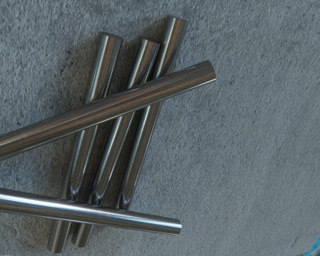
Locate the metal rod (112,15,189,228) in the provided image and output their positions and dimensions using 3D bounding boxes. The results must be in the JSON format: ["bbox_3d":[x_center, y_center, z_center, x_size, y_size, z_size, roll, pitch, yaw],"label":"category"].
[{"bbox_3d":[-0.023,0.009,0.401,0.025,0.025,0.298,4,117,-31],"label":"metal rod"}]

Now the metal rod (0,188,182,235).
[{"bbox_3d":[-0.087,0.110,0.394,0.302,0.025,0.025,22,106,-37],"label":"metal rod"}]

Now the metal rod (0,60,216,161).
[{"bbox_3d":[-0.085,-0.009,0.326,0.302,0.025,0.025,-21,127,-5],"label":"metal rod"}]

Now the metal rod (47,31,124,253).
[{"bbox_3d":[-0.097,0.034,0.375,0.025,0.025,0.298,6,116,-32],"label":"metal rod"}]

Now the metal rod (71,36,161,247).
[{"bbox_3d":[-0.063,0.032,0.393,0.025,0.025,0.298,8,114,-32],"label":"metal rod"}]
